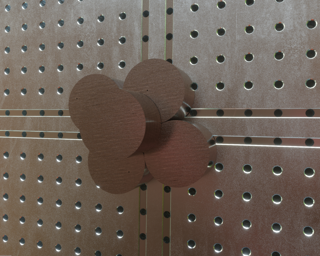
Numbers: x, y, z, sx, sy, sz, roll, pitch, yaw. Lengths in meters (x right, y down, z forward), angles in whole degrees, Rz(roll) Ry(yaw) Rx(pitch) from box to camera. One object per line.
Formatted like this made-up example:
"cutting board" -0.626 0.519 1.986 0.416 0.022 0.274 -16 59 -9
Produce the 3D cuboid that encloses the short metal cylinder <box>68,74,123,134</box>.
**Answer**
"short metal cylinder" -0.076 -0.031 0.424 0.080 0.050 0.079 0 90 19

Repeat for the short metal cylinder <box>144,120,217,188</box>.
"short metal cylinder" 0.027 0.030 0.388 0.080 0.050 0.079 0 90 19

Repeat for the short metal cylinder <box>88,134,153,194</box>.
"short metal cylinder" -0.048 0.044 0.414 0.080 0.050 0.079 0 90 19

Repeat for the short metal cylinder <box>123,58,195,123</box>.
"short metal cylinder" 0.000 -0.044 0.398 0.080 0.050 0.079 0 90 19

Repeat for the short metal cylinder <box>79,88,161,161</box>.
"short metal cylinder" -0.045 -0.005 0.359 0.080 0.050 0.079 1 92 19
